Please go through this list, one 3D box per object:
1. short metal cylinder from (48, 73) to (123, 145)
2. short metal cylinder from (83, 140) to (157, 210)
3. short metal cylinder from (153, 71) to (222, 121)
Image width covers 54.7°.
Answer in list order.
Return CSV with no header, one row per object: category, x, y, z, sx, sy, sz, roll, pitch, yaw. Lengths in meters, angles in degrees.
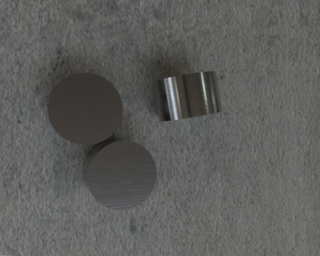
short metal cylinder,-0.089,-0.021,0.363,0.081,0.050,0.079,0,90,-21
short metal cylinder,-0.050,0.054,0.378,0.081,0.050,0.079,0,90,-21
short metal cylinder,0.035,-0.040,0.394,0.081,0.080,0.050,-11,94,-20
